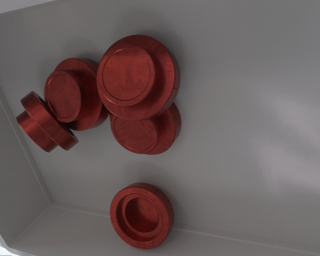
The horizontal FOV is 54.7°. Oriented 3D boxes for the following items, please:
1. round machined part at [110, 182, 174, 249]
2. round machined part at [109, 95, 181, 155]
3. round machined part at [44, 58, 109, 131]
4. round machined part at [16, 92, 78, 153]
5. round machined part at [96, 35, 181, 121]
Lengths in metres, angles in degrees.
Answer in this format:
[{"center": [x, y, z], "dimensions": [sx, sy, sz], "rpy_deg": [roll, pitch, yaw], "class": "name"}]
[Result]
[{"center": [-0.024, 0.131, 0.478], "dimensions": [0.098, 0.042, 0.097], "rpy_deg": [3, 99, 21], "class": "round machined part"}, {"center": [-0.025, -0.005, 0.408], "dimensions": [0.098, 0.042, 0.097], "rpy_deg": [13, 124, 21], "class": "round machined part"}, {"center": [-0.115, -0.044, 0.413], "dimensions": [0.098, 0.042, 0.097], "rpy_deg": [7, 104, 31], "class": "round machined part"}, {"center": [-0.167, -0.003, 0.450], "dimensions": [0.098, 0.042, 0.098], "rpy_deg": [47, 171, 10], "class": "round machined part"}, {"center": [-0.030, -0.057, 0.351], "dimensions": [0.098, 0.042, 0.097], "rpy_deg": [0, 90, 19], "class": "round machined part"}]
